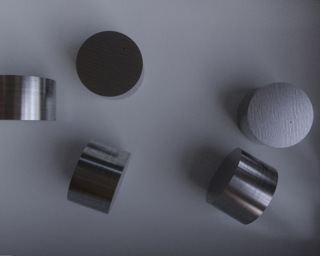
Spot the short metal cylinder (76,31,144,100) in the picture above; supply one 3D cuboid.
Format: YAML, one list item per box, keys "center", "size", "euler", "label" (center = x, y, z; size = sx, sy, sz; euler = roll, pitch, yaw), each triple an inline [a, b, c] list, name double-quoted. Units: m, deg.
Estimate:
- center: [-0.061, -0.078, 0.398]
  size: [0.081, 0.050, 0.079]
  euler: [0, 90, -1]
  label: "short metal cylinder"

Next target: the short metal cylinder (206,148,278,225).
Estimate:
- center: [0.100, 0.071, 0.385]
  size: [0.050, 0.080, 0.080]
  euler: [31, 90, -1]
  label: "short metal cylinder"

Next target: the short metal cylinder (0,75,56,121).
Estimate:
- center: [-0.170, -0.034, 0.382]
  size: [0.081, 0.080, 0.050]
  euler: [0, 90, -1]
  label: "short metal cylinder"

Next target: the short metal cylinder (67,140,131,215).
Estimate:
- center: [-0.073, 0.060, 0.383]
  size: [0.050, 0.080, 0.080]
  euler: [20, 90, 0]
  label: "short metal cylinder"

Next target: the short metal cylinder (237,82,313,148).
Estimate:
- center: [0.146, -0.016, 0.401]
  size: [0.081, 0.050, 0.079]
  euler: [0, 90, -1]
  label: "short metal cylinder"
